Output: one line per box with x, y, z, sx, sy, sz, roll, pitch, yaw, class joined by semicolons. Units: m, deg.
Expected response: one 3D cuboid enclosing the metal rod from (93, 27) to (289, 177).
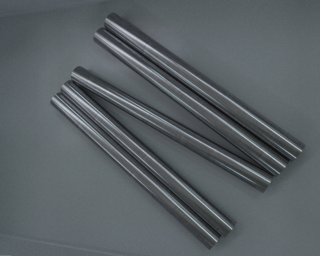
0.028;-0.042;0.399;0.300;0.025;0.025;38;102;16;metal rod

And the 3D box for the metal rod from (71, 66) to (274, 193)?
0.003;-0.006;0.408;0.300;0.025;0.025;30;100;17;metal rod

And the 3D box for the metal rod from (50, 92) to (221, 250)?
-0.042;0.049;0.424;0.300;0.025;0.025;40;103;15;metal rod

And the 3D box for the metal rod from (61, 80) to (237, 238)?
-0.025;0.032;0.418;0.300;0.025;0.025;40;103;15;metal rod

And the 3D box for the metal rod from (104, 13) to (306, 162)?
0.045;-0.061;0.393;0.300;0.025;0.025;38;102;16;metal rod
